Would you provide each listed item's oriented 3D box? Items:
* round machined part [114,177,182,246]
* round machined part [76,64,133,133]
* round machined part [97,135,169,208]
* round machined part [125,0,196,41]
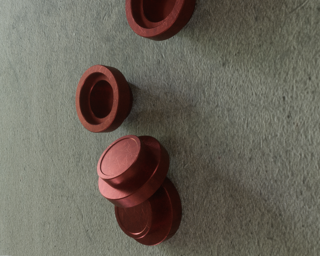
[{"bbox_3d":[-0.023,0.107,0.413,0.098,0.042,0.097,0,90,40],"label":"round machined part"},{"bbox_3d":[-0.079,-0.042,0.459,0.098,0.042,0.097,0,90,40],"label":"round machined part"},{"bbox_3d":[-0.041,0.047,0.394,0.098,0.042,0.098,-24,38,21],"label":"round machined part"},{"bbox_3d":[0.005,-0.159,0.390,0.098,0.042,0.097,0,90,40],"label":"round machined part"}]
